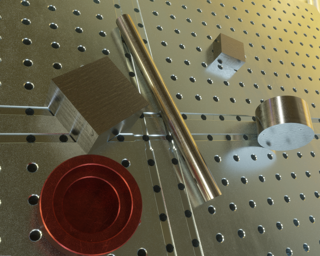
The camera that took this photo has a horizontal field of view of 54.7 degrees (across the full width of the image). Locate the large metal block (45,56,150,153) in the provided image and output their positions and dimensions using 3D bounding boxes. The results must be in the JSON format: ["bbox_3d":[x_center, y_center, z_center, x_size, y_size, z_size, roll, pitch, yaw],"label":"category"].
[{"bbox_3d":[-0.075,-0.029,0.370,0.080,0.050,0.081,49,51,6],"label":"large metal block"}]

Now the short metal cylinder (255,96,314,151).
[{"bbox_3d":[0.192,-0.006,0.483,0.081,0.080,0.050,18,55,-18],"label":"short metal cylinder"}]

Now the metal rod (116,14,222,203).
[{"bbox_3d":[0.005,-0.039,0.436,0.025,0.025,0.299,-14,69,-34],"label":"metal rod"}]

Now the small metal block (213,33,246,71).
[{"bbox_3d":[0.125,-0.138,0.562,0.050,0.025,0.050,17,55,-19],"label":"small metal block"}]

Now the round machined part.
[{"bbox_3d":[-0.071,0.079,0.311,0.099,0.042,0.098,14,56,-21],"label":"round machined part"}]
